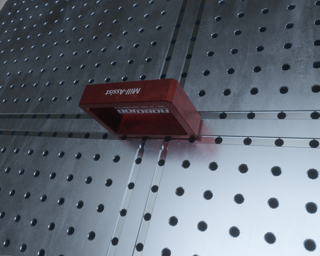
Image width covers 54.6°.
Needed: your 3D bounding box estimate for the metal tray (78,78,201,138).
[{"bbox_3d":[-0.024,-0.021,0.393,0.130,0.090,0.030,0,62,28],"label":"metal tray"}]
